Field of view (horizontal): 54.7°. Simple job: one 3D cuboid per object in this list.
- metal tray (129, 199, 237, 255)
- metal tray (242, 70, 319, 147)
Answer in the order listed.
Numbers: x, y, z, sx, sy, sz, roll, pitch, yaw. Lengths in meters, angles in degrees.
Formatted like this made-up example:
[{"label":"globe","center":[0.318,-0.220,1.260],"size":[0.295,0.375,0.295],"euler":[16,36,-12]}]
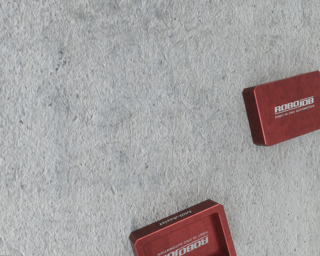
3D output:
[{"label":"metal tray","center":[0.034,0.163,0.418],"size":[0.131,0.030,0.089],"euler":[-18,96,-19]},{"label":"metal tray","center":[0.198,-0.032,0.479],"size":[0.131,0.030,0.089],"euler":[-16,95,-20]}]
